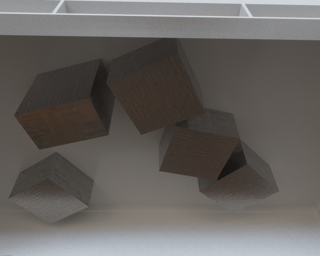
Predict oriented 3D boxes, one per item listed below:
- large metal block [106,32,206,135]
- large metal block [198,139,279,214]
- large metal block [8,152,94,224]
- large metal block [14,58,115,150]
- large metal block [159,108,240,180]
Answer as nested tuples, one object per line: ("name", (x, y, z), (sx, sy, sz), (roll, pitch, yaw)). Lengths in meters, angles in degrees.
("large metal block", (-0.002, -0.048, 0.352), (0.080, 0.050, 0.080), (-19, 128, 15))
("large metal block", (0.112, 0.073, 0.457), (0.080, 0.050, 0.080), (-37, 122, 26))
("large metal block", (-0.161, 0.093, 0.469), (0.080, 0.050, 0.080), (-28, 125, 21))
("large metal block", (-0.100, -0.028, 0.347), (0.080, 0.080, 0.050), (-12, 129, 9))
("large metal block", (0.048, 0.019, 0.409), (0.081, 0.050, 0.079), (11, 129, -10))
